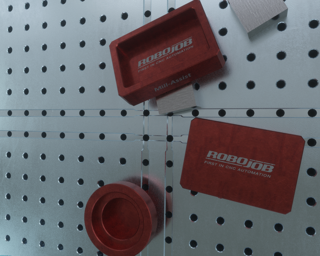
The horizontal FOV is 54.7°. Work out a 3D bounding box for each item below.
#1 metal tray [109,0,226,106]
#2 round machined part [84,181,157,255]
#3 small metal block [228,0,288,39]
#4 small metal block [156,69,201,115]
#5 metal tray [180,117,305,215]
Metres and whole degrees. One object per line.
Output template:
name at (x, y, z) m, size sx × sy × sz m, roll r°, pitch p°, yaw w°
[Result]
metal tray at (0.005, -0.093, 0.389) m, size 0.130 × 0.030 × 0.090 m, roll -22°, pitch 62°, yaw 15°
round machined part at (-0.049, 0.121, 0.421) m, size 0.098 × 0.042 × 0.097 m, roll 0°, pitch 90°, yaw 20°
small metal block at (0.116, -0.145, 0.371) m, size 0.050 × 0.025 × 0.050 m, roll -30°, pitch 81°, yaw 17°
small metal block at (0.021, -0.047, 0.405) m, size 0.050 × 0.025 × 0.050 m, roll -12°, pitch 86°, yaw 19°
metal tray at (0.097, 0.042, 0.376) m, size 0.130 × 0.030 × 0.089 m, roll 11°, pitch 94°, yaw 19°
